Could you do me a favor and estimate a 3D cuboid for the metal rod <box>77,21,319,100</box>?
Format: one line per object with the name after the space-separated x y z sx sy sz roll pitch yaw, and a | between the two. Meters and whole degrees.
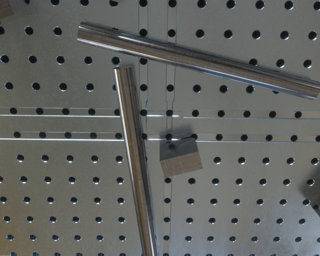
0.051 -0.081 0.383 0.302 0.025 0.025 13 110 -5 | metal rod

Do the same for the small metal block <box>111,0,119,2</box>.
-0.067 -0.163 0.339 0.050 0.050 0.025 25 108 -9 | small metal block

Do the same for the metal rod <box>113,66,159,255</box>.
-0.030 0.063 0.436 0.025 0.025 0.298 -6 110 2 | metal rod

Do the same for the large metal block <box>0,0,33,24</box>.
-0.204 -0.154 0.342 0.080 0.050 0.080 -16 110 5 | large metal block

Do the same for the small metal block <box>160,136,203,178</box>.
0.027 0.038 0.414 0.050 0.050 0.025 -15 110 5 | small metal block

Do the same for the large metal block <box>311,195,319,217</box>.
0.285 0.113 0.444 0.080 0.050 0.080 27 108 -10 | large metal block
